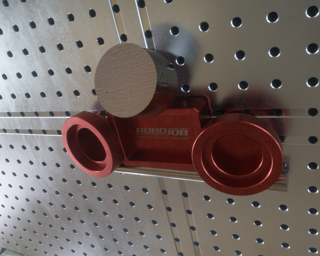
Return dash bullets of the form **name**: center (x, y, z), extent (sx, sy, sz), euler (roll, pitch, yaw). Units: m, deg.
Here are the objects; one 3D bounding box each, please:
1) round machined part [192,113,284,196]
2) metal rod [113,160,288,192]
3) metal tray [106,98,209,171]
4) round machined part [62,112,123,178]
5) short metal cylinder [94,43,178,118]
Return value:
- **round machined part**: center (0.089, 0.026, 0.358), extent (0.098, 0.042, 0.097), euler (8, 119, 15)
- **metal rod**: center (0.017, 0.059, 0.434), extent (0.301, 0.025, 0.025), euler (2, 119, 27)
- **metal tray**: center (0.001, 0.009, 0.407), extent (0.130, 0.030, 0.089), euler (1, 120, 27)
- **round machined part**: center (-0.092, 0.020, 0.450), extent (0.098, 0.042, 0.097), euler (18, 126, 28)
- **short metal cylinder**: center (-0.027, -0.052, 0.353), extent (0.080, 0.050, 0.079), euler (1, 93, 28)
